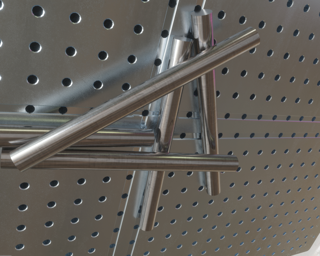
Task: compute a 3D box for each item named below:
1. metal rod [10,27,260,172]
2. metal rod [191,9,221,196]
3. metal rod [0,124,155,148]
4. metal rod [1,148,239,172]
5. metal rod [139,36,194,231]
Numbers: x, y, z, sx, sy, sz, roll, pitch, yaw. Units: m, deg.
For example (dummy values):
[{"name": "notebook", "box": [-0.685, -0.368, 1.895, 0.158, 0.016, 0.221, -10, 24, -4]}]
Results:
[{"name": "metal rod", "box": [-0.018, -0.038, 0.345, 0.302, 0.025, 0.025, -29, 129, -10]}, {"name": "metal rod", "box": [0.070, -0.013, 0.442, 0.025, 0.025, 0.298, -22, 127, -16]}, {"name": "metal rod", "box": [-0.144, 0.009, 0.338, 0.303, 0.025, 0.025, 2, 118, -30]}, {"name": "metal rod", "box": [-0.033, 0.042, 0.395, 0.302, 0.025, 0.025, 4, 117, -22]}, {"name": "metal rod", "box": [0.003, 0.026, 0.430, 0.025, 0.025, 0.298, -4, 121, -27]}]
